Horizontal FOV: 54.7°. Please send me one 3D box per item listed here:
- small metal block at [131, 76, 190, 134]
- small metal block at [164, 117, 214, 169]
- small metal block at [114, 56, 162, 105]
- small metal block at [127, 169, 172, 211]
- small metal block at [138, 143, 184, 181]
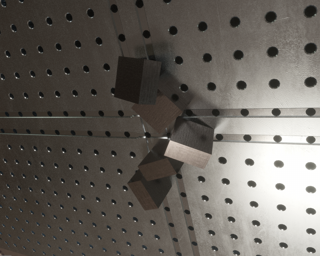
[{"bbox_3d":[0.000,-0.028,0.392,0.050,0.025,0.050,43,129,-2],"label":"small metal block"},{"bbox_3d":[0.037,0.017,0.379,0.050,0.050,0.025,19,127,0],"label":"small metal block"},{"bbox_3d":[-0.027,-0.057,0.367,0.050,0.025,0.050,20,106,46],"label":"small metal block"},{"bbox_3d":[-0.014,0.083,0.452,0.025,0.050,0.050,-19,109,35],"label":"small metal block"},{"bbox_3d":[0.006,0.042,0.417,0.050,0.050,0.025,-20,108,35],"label":"small metal block"}]
